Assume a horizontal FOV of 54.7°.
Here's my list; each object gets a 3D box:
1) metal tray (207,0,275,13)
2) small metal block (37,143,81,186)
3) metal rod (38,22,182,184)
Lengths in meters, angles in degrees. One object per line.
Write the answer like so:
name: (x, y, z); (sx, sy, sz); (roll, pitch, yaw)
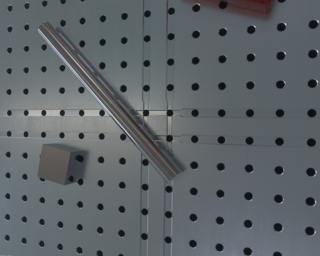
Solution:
metal tray: (0.086, -0.203, 0.380); (0.130, 0.030, 0.089); (21, 97, 18)
small metal block: (-0.152, 0.054, 0.466); (0.050, 0.025, 0.050); (13, 94, 19)
metal rod: (-0.078, -0.044, 0.439); (0.025, 0.025, 0.300); (-45, 76, 14)
